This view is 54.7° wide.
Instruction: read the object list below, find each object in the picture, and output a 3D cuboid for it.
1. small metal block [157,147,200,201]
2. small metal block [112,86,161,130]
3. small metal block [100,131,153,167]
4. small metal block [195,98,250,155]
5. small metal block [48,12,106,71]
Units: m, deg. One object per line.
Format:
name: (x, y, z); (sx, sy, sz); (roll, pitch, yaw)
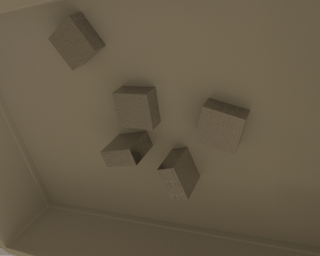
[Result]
small metal block: (0.027, 0.061, 0.415); (0.025, 0.050, 0.050); (-12, 113, 33)
small metal block: (-0.030, -0.027, 0.406); (0.050, 0.025, 0.050); (5, 121, 25)
small metal block: (-0.046, 0.029, 0.433); (0.050, 0.050, 0.025); (-7, 115, 31)
small metal block: (0.073, -0.002, 0.368); (0.050, 0.025, 0.050); (19, 126, 16)
small metal block: (-0.106, -0.110, 0.395); (0.050, 0.025, 0.050); (-28, 104, 37)
